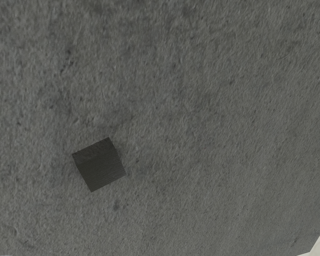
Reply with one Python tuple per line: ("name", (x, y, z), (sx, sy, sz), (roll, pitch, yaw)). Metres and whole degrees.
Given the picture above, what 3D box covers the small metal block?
("small metal block", (-0.077, 0.047, 0.395), (0.050, 0.025, 0.050), (-26, 128, -13))
